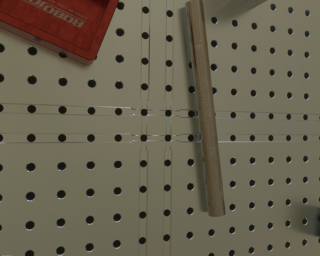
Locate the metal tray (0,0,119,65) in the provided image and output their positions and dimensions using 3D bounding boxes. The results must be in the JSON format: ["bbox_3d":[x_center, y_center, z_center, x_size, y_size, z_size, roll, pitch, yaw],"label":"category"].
[{"bbox_3d":[-0.125,-0.142,0.363,0.131,0.030,0.090,22,83,-19],"label":"metal tray"}]

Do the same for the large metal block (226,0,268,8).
[{"bbox_3d":[0.135,-0.224,0.433,0.050,0.080,0.079,-3,91,-20],"label":"large metal block"}]

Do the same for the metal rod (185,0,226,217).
[{"bbox_3d":[0.064,-0.025,0.436,0.025,0.025,0.298,-8,93,-20],"label":"metal rod"}]
